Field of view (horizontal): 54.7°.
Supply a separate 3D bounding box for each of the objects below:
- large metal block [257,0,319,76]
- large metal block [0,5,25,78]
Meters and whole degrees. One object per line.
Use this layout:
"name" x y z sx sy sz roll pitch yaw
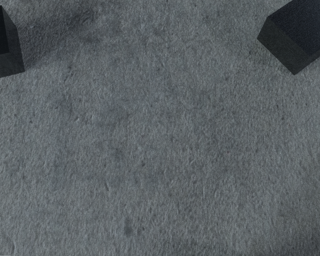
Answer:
"large metal block" 0.204 -0.137 0.448 0.080 0.050 0.080 -35 74 -12
"large metal block" -0.246 -0.115 0.434 0.081 0.050 0.080 -16 71 -6
